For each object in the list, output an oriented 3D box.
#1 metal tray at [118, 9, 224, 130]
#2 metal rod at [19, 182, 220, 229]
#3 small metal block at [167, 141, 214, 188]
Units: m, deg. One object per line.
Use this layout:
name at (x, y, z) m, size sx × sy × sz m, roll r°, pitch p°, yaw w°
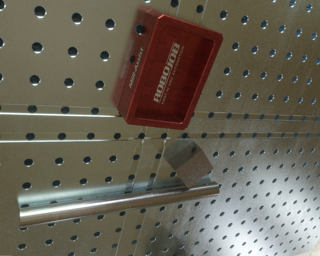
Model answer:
metal tray at (0.011, -0.064, 0.374) m, size 0.091 × 0.030 × 0.129 m, roll 6°, pitch 115°, yaw -31°
metal rod at (-0.041, 0.108, 0.455) m, size 0.303 × 0.025 × 0.025 m, roll -2°, pitch 119°, yaw -28°
small metal block at (0.047, 0.056, 0.472) m, size 0.050 × 0.025 × 0.050 m, roll -38°, pitch 129°, yaw -3°
